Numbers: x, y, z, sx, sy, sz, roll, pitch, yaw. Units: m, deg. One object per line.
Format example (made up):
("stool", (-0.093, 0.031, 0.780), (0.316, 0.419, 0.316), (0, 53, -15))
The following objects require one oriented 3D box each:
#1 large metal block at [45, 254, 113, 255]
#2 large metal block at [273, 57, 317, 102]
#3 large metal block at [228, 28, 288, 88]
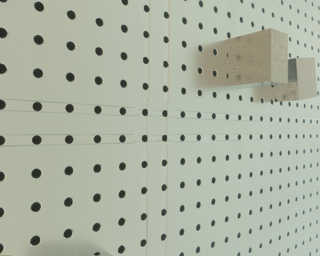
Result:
("large metal block", (-0.082, 0.183, 0.326), (0.081, 0.050, 0.080), (17, 79, -39))
("large metal block", (0.272, -0.098, 0.625), (0.081, 0.050, 0.079), (-12, 98, -40))
("large metal block", (0.160, -0.111, 0.510), (0.050, 0.080, 0.079), (-1, 91, -40))
